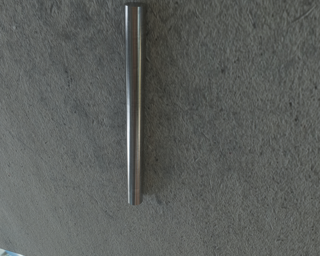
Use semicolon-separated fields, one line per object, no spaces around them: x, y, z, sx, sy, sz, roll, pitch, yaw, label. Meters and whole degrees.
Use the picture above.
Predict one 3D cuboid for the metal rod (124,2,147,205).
-0.033;-0.010;0.418;0.025;0.025;0.298;16;125;19;metal rod
